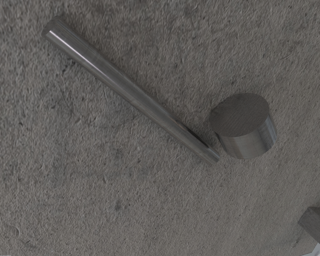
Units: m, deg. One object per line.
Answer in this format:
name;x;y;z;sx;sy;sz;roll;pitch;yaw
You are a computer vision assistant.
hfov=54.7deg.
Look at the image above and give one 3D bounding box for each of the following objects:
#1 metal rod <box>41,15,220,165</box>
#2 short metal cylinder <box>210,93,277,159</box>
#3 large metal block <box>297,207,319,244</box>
metal rod;-0.011;-0.025;0.385;0.025;0.025;0.301;-48;129;5
short metal cylinder;0.117;-0.003;0.434;0.080;0.080;0.050;-37;129;-3
large metal block;0.390;0.233;0.729;0.081;0.080;0.050;12;112;-33
